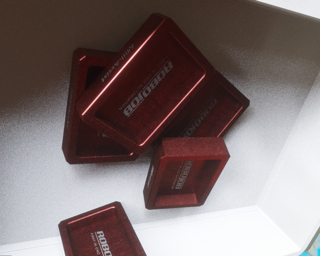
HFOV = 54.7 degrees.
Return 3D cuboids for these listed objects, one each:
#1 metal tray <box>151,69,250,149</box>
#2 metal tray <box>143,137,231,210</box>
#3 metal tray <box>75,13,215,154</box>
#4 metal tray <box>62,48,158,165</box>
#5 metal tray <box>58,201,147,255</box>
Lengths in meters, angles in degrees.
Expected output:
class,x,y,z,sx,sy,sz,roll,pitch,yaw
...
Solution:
class,x,y,z,sx,sy,sz,roll,pitch,yaw
metal tray,0.054,-0.011,0.429,0.090,0.030,0.130,32,101,-39
metal tray,0.031,0.066,0.428,0.091,0.030,0.129,0,137,-14
metal tray,-0.014,-0.043,0.332,0.130,0.030,0.090,-48,129,5
metal tray,-0.059,-0.021,0.360,0.091,0.030,0.129,0,118,-29
metal tray,-0.073,0.161,0.402,0.091,0.130,0.030,-16,125,-20
